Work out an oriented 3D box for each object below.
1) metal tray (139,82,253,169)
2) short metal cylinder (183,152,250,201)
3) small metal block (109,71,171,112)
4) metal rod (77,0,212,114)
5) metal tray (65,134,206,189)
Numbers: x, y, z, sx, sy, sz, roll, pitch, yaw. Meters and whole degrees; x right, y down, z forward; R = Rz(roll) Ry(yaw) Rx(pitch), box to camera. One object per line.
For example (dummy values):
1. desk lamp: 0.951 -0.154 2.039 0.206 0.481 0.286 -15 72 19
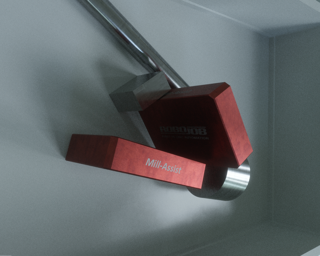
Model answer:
1. metal tray: 0.036 -0.002 0.370 0.030 0.130 0.090 -38 114 -34
2. short metal cylinder: 0.079 0.061 0.440 0.050 0.080 0.080 18 79 -39
3. small metal block: -0.024 -0.043 0.372 0.050 0.050 0.025 -40 115 -33
4. metal rod: -0.012 -0.088 0.398 0.301 0.025 0.025 41 65 -33
5. metal tray: -0.025 0.038 0.345 0.131 0.090 0.030 20 78 -39
